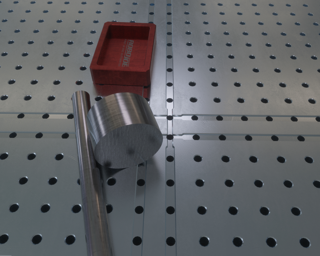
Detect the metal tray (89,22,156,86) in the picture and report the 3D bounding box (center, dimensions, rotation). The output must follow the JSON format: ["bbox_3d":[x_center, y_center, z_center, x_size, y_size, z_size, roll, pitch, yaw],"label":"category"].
[{"bbox_3d":[-0.056,-0.125,0.508,0.091,0.030,0.130,3,50,2],"label":"metal tray"}]

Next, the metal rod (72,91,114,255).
[{"bbox_3d":[-0.077,0.067,0.350,0.025,0.025,0.300,-11,51,-9],"label":"metal rod"}]

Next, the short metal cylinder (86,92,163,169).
[{"bbox_3d":[-0.043,0.004,0.368,0.081,0.080,0.050,-14,52,-12],"label":"short metal cylinder"}]
